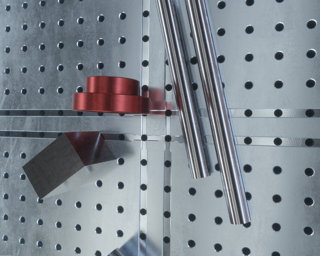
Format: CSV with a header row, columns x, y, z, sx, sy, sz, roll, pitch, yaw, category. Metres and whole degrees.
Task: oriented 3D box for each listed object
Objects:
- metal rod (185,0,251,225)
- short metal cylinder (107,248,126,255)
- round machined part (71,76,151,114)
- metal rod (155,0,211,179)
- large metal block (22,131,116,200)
x,y,z,sx,sy,sz,roll,pitch,yaw,category
0.070,-0.032,0.387,0.025,0.025,0.298,-12,86,19,metal rod
-0.068,0.206,0.406,0.050,0.080,0.080,43,103,14,short metal cylinder
-0.061,-0.041,0.394,0.098,0.098,0.042,3,91,19,round machined part
0.023,-0.084,0.403,0.025,0.025,0.298,-13,86,19,metal rod
-0.121,0.048,0.425,0.080,0.080,0.050,-37,79,16,large metal block
